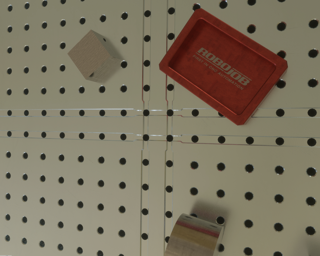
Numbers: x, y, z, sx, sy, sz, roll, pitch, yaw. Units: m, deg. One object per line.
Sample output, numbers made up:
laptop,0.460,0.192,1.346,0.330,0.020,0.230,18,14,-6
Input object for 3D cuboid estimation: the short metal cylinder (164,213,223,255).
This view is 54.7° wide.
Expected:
short metal cylinder,0.041,0.149,0.369,0.050,0.080,0.079,13,95,19

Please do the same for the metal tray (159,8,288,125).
metal tray,0.075,-0.075,0.383,0.130,0.030,0.090,38,102,16

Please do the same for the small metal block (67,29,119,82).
small metal block,-0.096,-0.103,0.446,0.050,0.025,0.050,-40,78,15
